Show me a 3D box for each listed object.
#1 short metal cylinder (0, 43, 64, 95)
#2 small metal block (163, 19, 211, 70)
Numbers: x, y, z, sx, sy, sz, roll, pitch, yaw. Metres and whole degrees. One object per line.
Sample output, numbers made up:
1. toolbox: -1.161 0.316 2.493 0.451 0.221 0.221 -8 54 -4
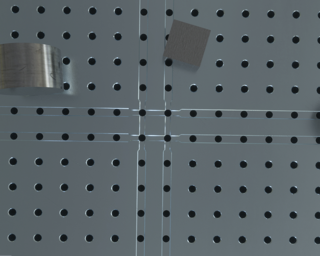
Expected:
1. short metal cylinder: -0.163 -0.070 0.384 0.081 0.080 0.050 -4 90 -1
2. small metal block: 0.035 -0.110 0.414 0.050 0.025 0.050 17 90 -1
